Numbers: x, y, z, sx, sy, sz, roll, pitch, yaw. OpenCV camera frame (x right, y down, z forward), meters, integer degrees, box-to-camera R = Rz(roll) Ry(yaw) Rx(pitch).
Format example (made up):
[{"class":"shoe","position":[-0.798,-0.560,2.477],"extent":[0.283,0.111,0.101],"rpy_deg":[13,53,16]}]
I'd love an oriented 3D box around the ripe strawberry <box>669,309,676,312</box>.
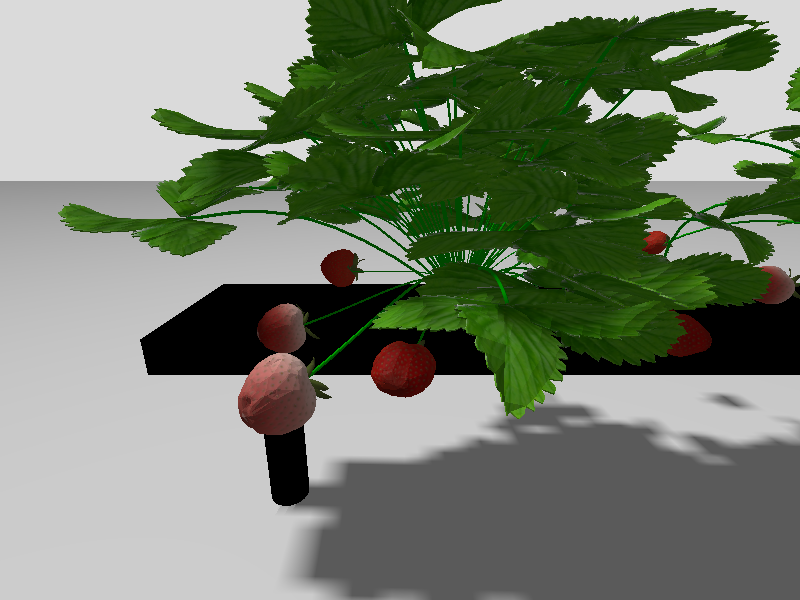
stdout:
[{"class":"ripe strawberry","position":[0.189,0.014,0.295],"extent":[0.027,0.028,0.025],"rpy_deg":[11,21,27]}]

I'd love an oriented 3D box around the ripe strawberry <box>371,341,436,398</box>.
[{"class":"ripe strawberry","position":[0.001,0.039,0.214],"extent":[0.035,0.032,0.032],"rpy_deg":[6,20,18]}]

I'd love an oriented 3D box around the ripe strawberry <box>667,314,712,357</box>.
[{"class":"ripe strawberry","position":[0.188,0.024,0.264],"extent":[0.028,0.028,0.031],"rpy_deg":[15,24,36]}]

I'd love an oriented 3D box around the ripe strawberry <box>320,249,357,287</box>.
[{"class":"ripe strawberry","position":[-0.064,-0.034,0.421],"extent":[0.038,0.040,0.035],"rpy_deg":[8,20,25]}]

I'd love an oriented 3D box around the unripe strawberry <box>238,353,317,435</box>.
[{"class":"unripe strawberry","position":[-0.059,0.045,0.187],"extent":[0.033,0.037,0.036],"rpy_deg":[11,22,29]}]

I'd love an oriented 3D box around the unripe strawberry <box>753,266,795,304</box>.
[{"class":"unripe strawberry","position":[0.335,-0.014,0.368],"extent":[0.039,0.033,0.039],"rpy_deg":[0,18,2]}]

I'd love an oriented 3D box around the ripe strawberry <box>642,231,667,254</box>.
[{"class":"ripe strawberry","position":[0.356,-0.081,0.567],"extent":[0.039,0.033,0.039],"rpy_deg":[-12,17,-33]}]

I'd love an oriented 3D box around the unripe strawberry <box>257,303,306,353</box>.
[{"class":"unripe strawberry","position":[-0.080,0.020,0.270],"extent":[0.032,0.033,0.029],"rpy_deg":[-14,23,-34]}]
